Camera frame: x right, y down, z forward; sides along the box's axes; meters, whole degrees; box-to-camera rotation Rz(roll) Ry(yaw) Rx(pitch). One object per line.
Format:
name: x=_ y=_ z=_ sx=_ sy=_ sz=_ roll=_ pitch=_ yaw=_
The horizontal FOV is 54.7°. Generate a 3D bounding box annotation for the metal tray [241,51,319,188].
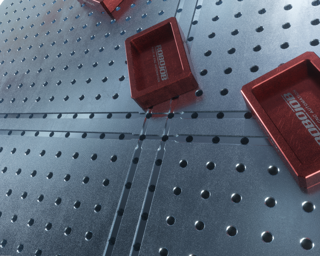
metal tray: x=0.157 y=-0.014 z=0.330 sx=0.090 sy=0.030 sz=0.130 roll=-28 pitch=52 yaw=9

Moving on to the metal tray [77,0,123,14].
metal tray: x=-0.119 y=-0.293 z=0.644 sx=0.130 sy=0.030 sz=0.090 roll=35 pitch=81 yaw=38

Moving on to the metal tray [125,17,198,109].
metal tray: x=-0.002 y=-0.100 z=0.465 sx=0.090 sy=0.030 sz=0.130 roll=-21 pitch=54 yaw=15
